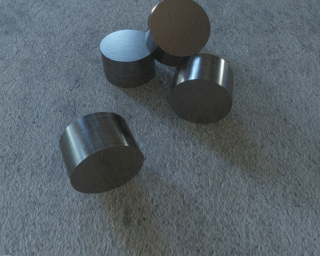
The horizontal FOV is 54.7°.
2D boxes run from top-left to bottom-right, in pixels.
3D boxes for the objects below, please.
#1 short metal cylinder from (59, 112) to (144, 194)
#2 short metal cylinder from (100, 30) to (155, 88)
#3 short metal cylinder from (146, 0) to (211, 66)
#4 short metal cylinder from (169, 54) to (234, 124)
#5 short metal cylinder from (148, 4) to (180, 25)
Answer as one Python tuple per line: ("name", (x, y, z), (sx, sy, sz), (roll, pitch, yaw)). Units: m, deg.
("short metal cylinder", (-0.065, 0.028, 0.343), (0.081, 0.080, 0.050), (-19, 53, -15))
("short metal cylinder", (-0.048, -0.107, 0.477), (0.080, 0.050, 0.080), (0, 50, 0))
("short metal cylinder", (0.023, -0.130, 0.426), (0.081, 0.050, 0.080), (1, 86, -9))
("short metal cylinder", (0.056, -0.051, 0.410), (0.080, 0.080, 0.050), (8, 51, 7))
("short metal cylinder", (0.024, -0.159, 0.501), (0.081, 0.080, 0.050), (-9, 51, -7))
